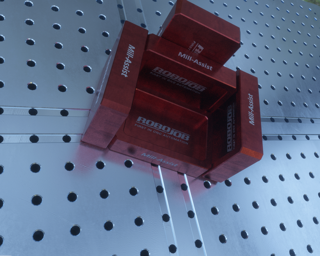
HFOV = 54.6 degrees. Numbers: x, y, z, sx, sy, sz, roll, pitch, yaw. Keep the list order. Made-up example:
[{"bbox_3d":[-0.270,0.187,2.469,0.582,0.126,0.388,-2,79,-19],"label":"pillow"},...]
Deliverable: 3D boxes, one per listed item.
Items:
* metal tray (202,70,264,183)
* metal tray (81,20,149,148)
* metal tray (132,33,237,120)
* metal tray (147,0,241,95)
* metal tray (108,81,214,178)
[{"bbox_3d":[0.094,-0.003,0.417,0.030,0.090,0.130,20,54,-17],"label":"metal tray"},{"bbox_3d":[-0.053,-0.052,0.369,0.030,0.090,0.130,20,54,-17],"label":"metal tray"},{"bbox_3d":[0.025,-0.062,0.417,0.131,0.090,0.030,20,55,-17],"label":"metal tray"},{"bbox_3d":[0.034,-0.097,0.417,0.090,0.129,0.030,21,54,-16],"label":"metal tray"},{"bbox_3d":[0.006,0.002,0.405,0.131,0.030,0.090,20,54,-17],"label":"metal tray"}]
